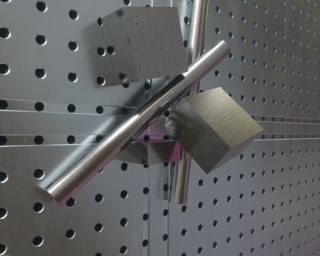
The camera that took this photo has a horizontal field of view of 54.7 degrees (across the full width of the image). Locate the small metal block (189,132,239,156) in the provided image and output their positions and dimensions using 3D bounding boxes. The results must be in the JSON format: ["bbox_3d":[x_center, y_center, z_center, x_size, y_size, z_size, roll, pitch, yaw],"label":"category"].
[{"bbox_3d":[0.080,0.023,0.460,0.050,0.050,0.025,16,80,-39],"label":"small metal block"}]

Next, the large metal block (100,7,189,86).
[{"bbox_3d":[-0.018,-0.100,0.378,0.081,0.050,0.079,-18,102,-39],"label":"large metal block"}]

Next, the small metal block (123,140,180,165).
[{"bbox_3d":[-0.011,0.028,0.384,0.050,0.050,0.025,-2,92,-40],"label":"small metal block"}]

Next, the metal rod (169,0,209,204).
[{"bbox_3d":[0.042,-0.044,0.444,0.025,0.025,0.298,12,83,-40],"label":"metal rod"}]

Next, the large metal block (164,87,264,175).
[{"bbox_3d":[0.067,0.000,0.386,0.081,0.050,0.080,-20,62,-45],"label":"large metal block"}]

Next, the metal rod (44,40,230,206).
[{"bbox_3d":[-0.010,-0.022,0.381,0.301,0.025,0.025,-43,116,-25],"label":"metal rod"}]
